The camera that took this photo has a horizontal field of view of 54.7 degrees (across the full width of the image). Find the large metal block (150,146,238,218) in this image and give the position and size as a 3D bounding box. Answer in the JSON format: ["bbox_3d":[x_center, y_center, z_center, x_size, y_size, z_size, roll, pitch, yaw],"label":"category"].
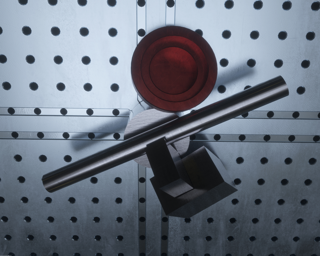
[{"bbox_3d":[0.046,0.074,0.404,0.080,0.050,0.080,-33,152,11],"label":"large metal block"}]

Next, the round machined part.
[{"bbox_3d":[0.015,-0.066,0.368,0.099,0.042,0.097,0,88,-6],"label":"round machined part"}]

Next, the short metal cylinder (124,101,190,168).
[{"bbox_3d":[-0.004,0.006,0.401,0.081,0.050,0.079,0,110,-1],"label":"short metal cylinder"}]

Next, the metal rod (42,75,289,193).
[{"bbox_3d":[0.000,0.011,0.363,0.301,0.025,0.025,-23,109,7],"label":"metal rod"}]

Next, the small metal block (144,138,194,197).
[{"bbox_3d":[0.011,0.046,0.352,0.025,0.050,0.050,-28,150,9],"label":"small metal block"}]
